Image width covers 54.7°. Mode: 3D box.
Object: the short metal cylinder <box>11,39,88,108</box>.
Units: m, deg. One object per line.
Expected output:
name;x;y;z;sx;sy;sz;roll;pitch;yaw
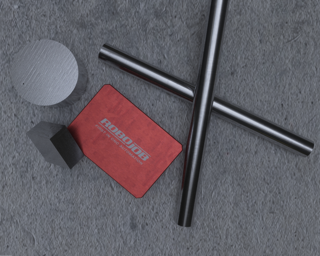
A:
short metal cylinder;-0.138;-0.067;0.396;0.081;0.050;0.079;0;90;0

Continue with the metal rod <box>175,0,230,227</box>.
metal rod;0.052;-0.020;0.386;0.025;0.025;0.298;8;99;0

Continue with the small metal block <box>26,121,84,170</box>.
small metal block;-0.130;0.021;0.385;0.025;0.050;0.050;-50;133;-35

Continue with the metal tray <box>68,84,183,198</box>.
metal tray;-0.047;0.017;0.407;0.130;0.030;0.090;40;90;0

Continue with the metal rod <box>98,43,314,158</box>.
metal rod;0.060;-0.037;0.410;0.301;0.025;0.025;25;90;0
